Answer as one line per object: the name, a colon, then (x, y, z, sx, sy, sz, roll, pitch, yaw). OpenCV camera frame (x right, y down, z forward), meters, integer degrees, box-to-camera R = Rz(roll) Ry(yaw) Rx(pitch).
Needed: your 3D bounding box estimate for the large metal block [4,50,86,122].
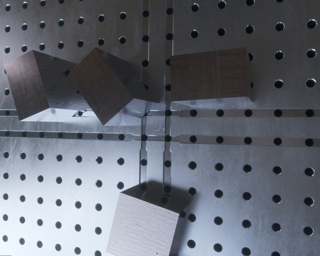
large metal block: (-0.160, -0.055, 0.438, 0.050, 0.080, 0.080, -20, 84, 19)

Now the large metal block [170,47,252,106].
large metal block: (0.063, -0.055, 0.361, 0.080, 0.080, 0.050, -2, 89, 19)

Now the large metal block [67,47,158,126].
large metal block: (-0.058, -0.049, 0.403, 0.050, 0.080, 0.080, -40, 78, 15)

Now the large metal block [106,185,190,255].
large metal block: (-0.015, 0.129, 0.404, 0.080, 0.050, 0.079, 15, 95, 19)

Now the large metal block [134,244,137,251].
large metal block: (-0.027, 0.218, 0.408, 0.080, 0.050, 0.080, 32, 100, 17)
